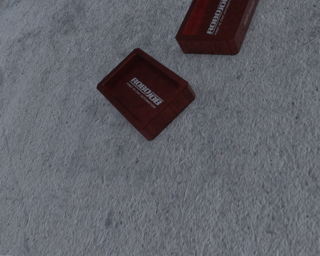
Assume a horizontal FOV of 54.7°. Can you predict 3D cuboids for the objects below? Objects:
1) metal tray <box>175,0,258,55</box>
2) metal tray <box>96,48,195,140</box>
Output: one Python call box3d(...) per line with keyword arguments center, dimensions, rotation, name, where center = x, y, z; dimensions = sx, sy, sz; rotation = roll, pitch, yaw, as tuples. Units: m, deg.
box3d(center=(0.088, -0.170, 0.458), dimensions=(0.090, 0.030, 0.130), rotation=(11, 67, 32), name="metal tray")
box3d(center=(-0.024, -0.053, 0.445), dimensions=(0.090, 0.030, 0.130), rotation=(-44, 51, -3), name="metal tray")
